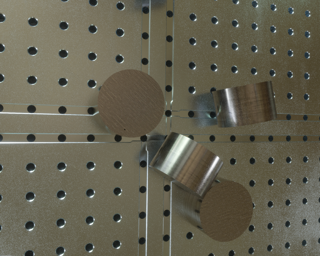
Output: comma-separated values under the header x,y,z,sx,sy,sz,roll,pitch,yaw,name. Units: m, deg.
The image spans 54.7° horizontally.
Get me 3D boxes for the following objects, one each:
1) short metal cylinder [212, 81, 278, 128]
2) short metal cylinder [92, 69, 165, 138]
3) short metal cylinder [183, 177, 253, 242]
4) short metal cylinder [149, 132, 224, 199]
x,y,z,sx,sy,sz,roll,pitch,yaw,name
0.115,-0.033,0.426,0.081,0.080,0.050,-12,94,-20,short metal cylinder
-0.041,-0.029,0.384,0.081,0.050,0.079,0,90,-20,short metal cylinder
0.080,0.109,0.429,0.081,0.050,0.079,0,90,-20,short metal cylinder
0.033,0.048,0.396,0.080,0.080,0.050,35,79,-17,short metal cylinder
